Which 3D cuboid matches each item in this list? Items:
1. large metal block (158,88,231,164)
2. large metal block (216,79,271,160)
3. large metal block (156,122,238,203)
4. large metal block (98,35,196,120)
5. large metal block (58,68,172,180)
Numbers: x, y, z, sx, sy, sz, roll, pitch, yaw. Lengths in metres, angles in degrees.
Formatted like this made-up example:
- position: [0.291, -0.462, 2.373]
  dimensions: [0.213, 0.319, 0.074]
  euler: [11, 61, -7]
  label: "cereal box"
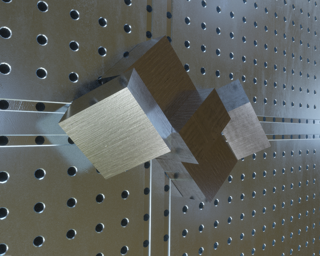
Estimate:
- position: [0.029, -0.004, 0.396]
  dimensions: [0.080, 0.080, 0.050]
  euler: [-50, 121, -28]
  label: "large metal block"
- position: [0.117, -0.014, 0.462]
  dimensions: [0.080, 0.050, 0.080]
  euler: [56, 18, -26]
  label: "large metal block"
- position: [0.054, 0.045, 0.436]
  dimensions: [0.080, 0.050, 0.080]
  euler: [-48, 117, -29]
  label: "large metal block"
- position: [-0.013, -0.053, 0.381]
  dimensions: [0.080, 0.050, 0.080]
  euler: [-48, 119, -27]
  label: "large metal block"
- position: [-0.043, -0.003, 0.327]
  dimensions: [0.080, 0.080, 0.050]
  euler: [56, 19, -25]
  label: "large metal block"
